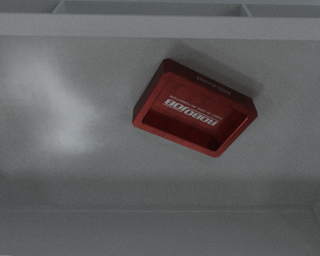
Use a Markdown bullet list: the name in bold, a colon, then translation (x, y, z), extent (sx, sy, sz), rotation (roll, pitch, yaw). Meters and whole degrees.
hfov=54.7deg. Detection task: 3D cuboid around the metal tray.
- **metal tray**: translation (0.042, -0.020, 0.389), extent (0.131, 0.030, 0.089), rotation (22, 127, -18)
